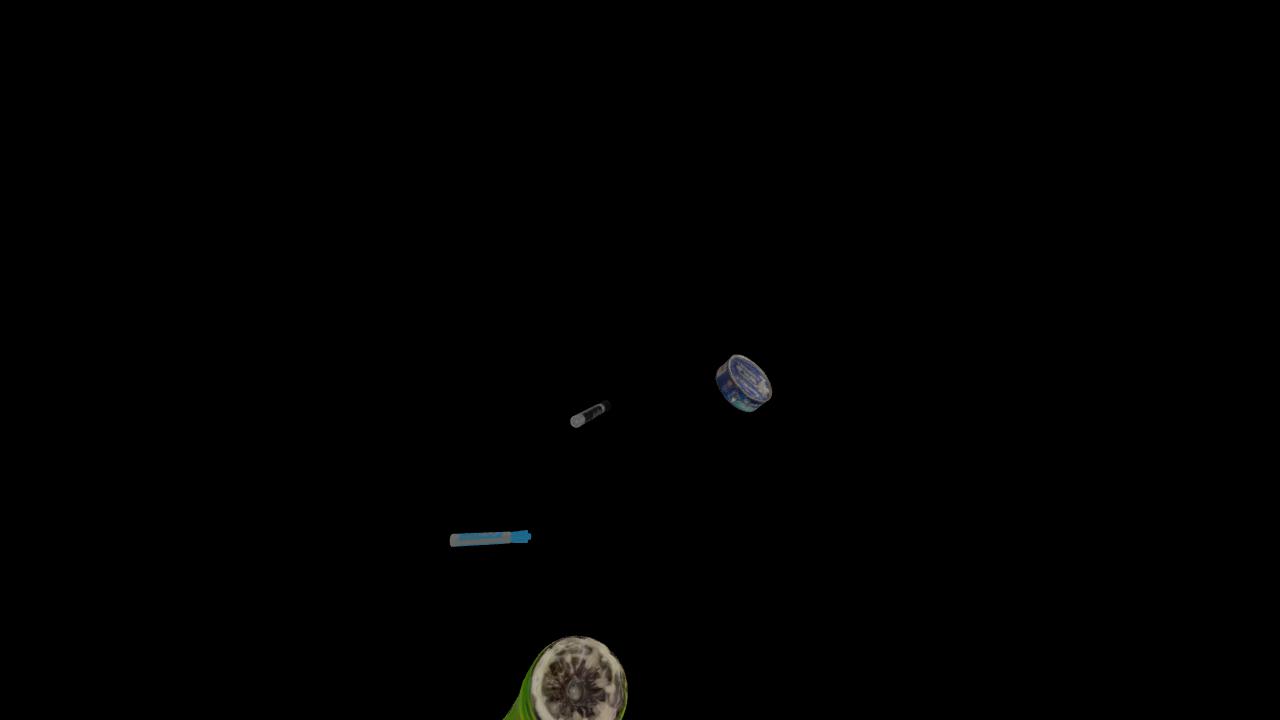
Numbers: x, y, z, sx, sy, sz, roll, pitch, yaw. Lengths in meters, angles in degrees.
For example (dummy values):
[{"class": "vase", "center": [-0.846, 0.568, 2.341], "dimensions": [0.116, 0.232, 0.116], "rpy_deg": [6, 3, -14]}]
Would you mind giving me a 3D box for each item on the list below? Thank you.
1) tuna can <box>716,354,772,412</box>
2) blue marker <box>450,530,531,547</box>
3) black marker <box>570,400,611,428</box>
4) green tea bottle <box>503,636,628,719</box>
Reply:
[{"class": "tuna can", "center": [0.153, 0.035, 0.910], "dimensions": [0.084, 0.084, 0.034], "rpy_deg": [0, -36, -45]}, {"class": "blue marker", "center": [-0.223, 0.267, 0.919], "dimensions": [0.121, 0.020, 0.020], "rpy_deg": [-4, 0, 4]}, {"class": "black marker", "center": [-0.075, 0.083, 0.974], "dimensions": [0.020, 0.020, 0.121], "rpy_deg": [0, 8, 21]}, {"class": "green tea bottle", "center": [-0.071, 0.284, 0.463], "dimensions": [0.073, 0.212, 0.073], "rpy_deg": [14, 39, -11]}]
